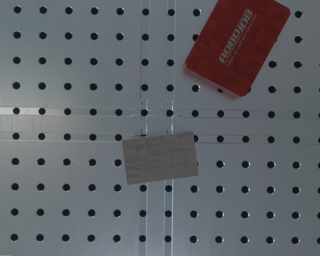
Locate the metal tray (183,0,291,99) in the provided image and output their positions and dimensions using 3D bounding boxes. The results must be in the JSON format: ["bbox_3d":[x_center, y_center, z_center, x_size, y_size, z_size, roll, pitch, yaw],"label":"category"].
[{"bbox_3d":[0.100,-0.116,0.411,0.090,0.030,0.130,28,90,0],"label":"metal tray"}]

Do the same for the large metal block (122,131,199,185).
[{"bbox_3d":[0.000,0.033,0.386,0.080,0.080,0.050,-7,90,0],"label":"large metal block"}]
